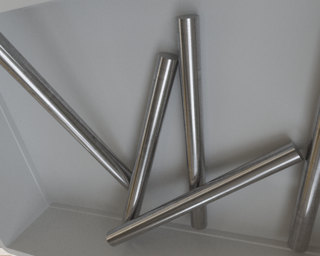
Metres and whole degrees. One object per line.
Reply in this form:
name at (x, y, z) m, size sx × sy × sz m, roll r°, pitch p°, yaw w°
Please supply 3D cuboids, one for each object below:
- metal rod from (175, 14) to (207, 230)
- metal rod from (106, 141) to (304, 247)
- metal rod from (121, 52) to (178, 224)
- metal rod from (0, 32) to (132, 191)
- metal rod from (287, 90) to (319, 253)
metal rod at (0.043, 0.014, 0.393) m, size 0.025 × 0.025 × 0.298 m, roll 7°, pitch 122°, yaw 24°
metal rod at (0.040, 0.097, 0.410) m, size 0.299 × 0.025 × 0.025 m, roll -33°, pitch 101°, yaw 26°
metal rod at (-0.021, 0.043, 0.426) m, size 0.025 × 0.025 × 0.298 m, roll 23°, pitch 121°, yaw 14°
metal rod at (-0.115, -0.007, 0.408) m, size 0.025 × 0.025 × 0.300 m, roll -13°, pitch 129°, yaw 33°
metal rod at (0.172, 0.026, 0.333) m, size 0.025 × 0.025 × 0.298 m, roll 10°, pitch 123°, yaw 22°
